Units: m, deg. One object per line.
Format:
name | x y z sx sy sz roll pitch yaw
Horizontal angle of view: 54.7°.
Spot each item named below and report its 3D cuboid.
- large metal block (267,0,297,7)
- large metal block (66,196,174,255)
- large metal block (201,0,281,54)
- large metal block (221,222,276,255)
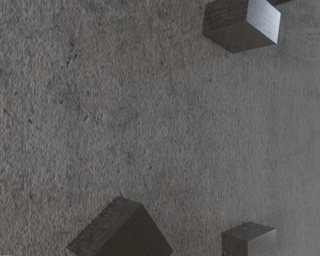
large metal block | 0.220 -0.249 0.552 0.081 0.080 0.050 -26 107 -37
large metal block | -0.043 0.138 0.353 0.080 0.050 0.080 -43 116 -31
large metal block | 0.123 -0.159 0.471 0.081 0.080 0.050 17 80 -39
large metal block | 0.148 0.209 0.513 0.081 0.050 0.079 -2 92 -40
